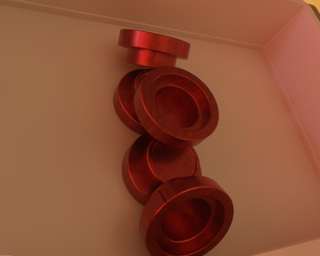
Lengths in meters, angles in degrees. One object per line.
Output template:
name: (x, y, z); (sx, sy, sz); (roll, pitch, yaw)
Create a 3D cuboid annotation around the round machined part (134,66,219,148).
round machined part: (0.016, -0.020, 0.360); (0.099, 0.042, 0.098); (14, 56, -21)

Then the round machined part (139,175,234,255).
round machined part: (0.025, 0.091, 0.329); (0.099, 0.097, 0.042); (6, 21, -26)

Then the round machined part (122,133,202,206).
round machined part: (0.008, 0.046, 0.370); (0.099, 0.042, 0.098); (14, 56, -21)

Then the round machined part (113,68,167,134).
round machined part: (-0.009, -0.040, 0.414); (0.099, 0.042, 0.098); (14, 56, -21)

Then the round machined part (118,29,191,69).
round machined part: (-0.010, -0.104, 0.429); (0.099, 0.098, 0.042); (7, 101, -25)
